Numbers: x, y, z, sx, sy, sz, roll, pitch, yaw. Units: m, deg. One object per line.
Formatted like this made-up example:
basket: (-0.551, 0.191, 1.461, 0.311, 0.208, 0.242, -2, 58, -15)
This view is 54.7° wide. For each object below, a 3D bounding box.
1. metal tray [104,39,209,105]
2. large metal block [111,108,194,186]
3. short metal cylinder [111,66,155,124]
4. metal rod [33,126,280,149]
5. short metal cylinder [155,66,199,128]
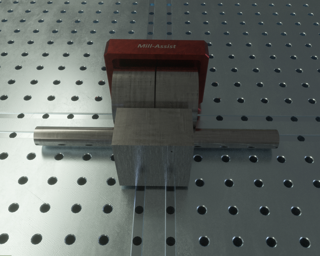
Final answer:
metal tray: (-0.004, -0.074, 0.423, 0.131, 0.089, 0.030, 1, 50, 0)
large metal block: (-0.006, 0.023, 0.347, 0.081, 0.080, 0.050, 1, 50, 0)
short metal cylinder: (-0.031, -0.040, 0.401, 0.050, 0.080, 0.080, 1, 50, 0)
metal rod: (-0.004, 0.012, 0.392, 0.302, 0.025, 0.025, 1, 50, 0)
short metal cylinder: (0.021, -0.039, 0.401, 0.050, 0.080, 0.080, 1, 50, 1)
